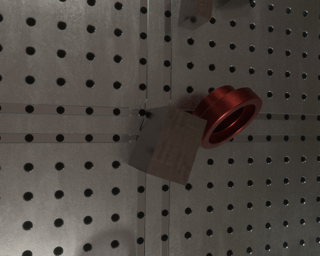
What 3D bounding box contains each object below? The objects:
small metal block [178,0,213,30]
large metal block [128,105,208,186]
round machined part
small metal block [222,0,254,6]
[{"bbox_3d":[0.048,-0.166,0.418,0.025,0.050,0.050,7,88,-20],"label":"small metal block"},{"bbox_3d":[0.007,0.020,0.387,0.050,0.080,0.080,21,83,-19],"label":"large metal block"},{"bbox_3d":[0.084,-0.019,0.417,0.099,0.098,0.042,-27,63,-18],"label":"round machined part"},{"bbox_3d":[0.116,-0.213,0.457,0.050,0.025,0.050,-14,95,-20],"label":"small metal block"}]
